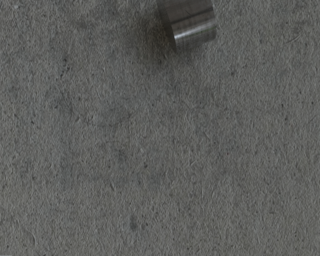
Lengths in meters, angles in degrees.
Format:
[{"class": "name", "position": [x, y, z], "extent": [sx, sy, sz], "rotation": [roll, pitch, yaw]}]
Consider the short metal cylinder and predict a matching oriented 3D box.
[{"class": "short metal cylinder", "position": [0.031, -0.139, 0.382], "extent": [0.050, 0.080, 0.080], "rotation": [-20, 90, 0]}]
